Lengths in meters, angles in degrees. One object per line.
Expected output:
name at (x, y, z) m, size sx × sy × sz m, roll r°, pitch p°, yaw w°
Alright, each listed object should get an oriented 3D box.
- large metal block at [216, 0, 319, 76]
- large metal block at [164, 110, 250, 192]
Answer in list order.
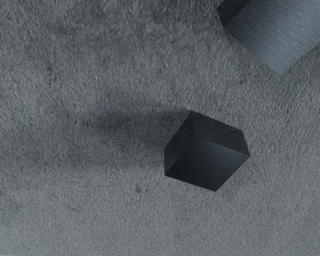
large metal block at (0.114, -0.112, 0.296) m, size 0.080 × 0.050 × 0.080 m, roll 31°, pitch 124°, yaw -24°
large metal block at (0.060, 0.033, 0.419) m, size 0.080 × 0.050 × 0.079 m, roll 21°, pitch 127°, yaw -17°
